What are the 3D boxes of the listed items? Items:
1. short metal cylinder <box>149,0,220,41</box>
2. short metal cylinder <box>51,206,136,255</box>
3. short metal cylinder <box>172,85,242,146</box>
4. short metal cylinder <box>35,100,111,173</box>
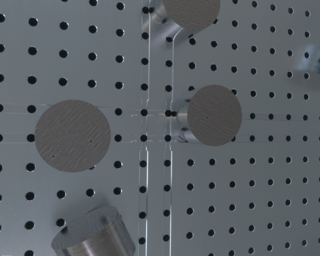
[{"bbox_3d":[0.032,-0.162,0.411,0.081,0.050,0.079,0,90,-20],"label":"short metal cylinder"},{"bbox_3d":[-0.075,0.134,0.356,0.081,0.080,0.050,-27,99,-18],"label":"short metal cylinder"},{"bbox_3d":[0.063,-0.016,0.422,0.081,0.050,0.079,0,90,-20],"label":"short metal cylinder"},{"bbox_3d":[-0.102,0.009,0.362,0.081,0.050,0.079,0,90,-20],"label":"short metal cylinder"}]
